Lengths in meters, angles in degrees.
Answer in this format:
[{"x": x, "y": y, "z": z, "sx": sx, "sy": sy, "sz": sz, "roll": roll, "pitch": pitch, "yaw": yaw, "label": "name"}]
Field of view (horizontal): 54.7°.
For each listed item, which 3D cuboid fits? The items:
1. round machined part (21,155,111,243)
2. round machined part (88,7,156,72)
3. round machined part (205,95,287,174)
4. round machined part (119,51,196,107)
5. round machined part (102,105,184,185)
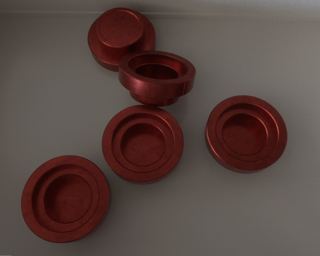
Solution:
[{"x": -0.107, "y": 0.085, "z": 0.369, "sx": 0.099, "sy": 0.042, "sz": 0.098, "roll": 0, "pitch": 70, "yaw": 0, "label": "round machined part"}, {"x": -0.056, "y": -0.134, "z": 0.449, "sx": 0.099, "sy": 0.042, "sz": 0.098, "roll": 0, "pitch": 70, "yaw": 0, "label": "round machined part"}, {"x": 0.106, "y": 0.011, "z": 0.397, "sx": 0.099, "sy": 0.042, "sz": 0.098, "roll": 0, "pitch": 70, "yaw": 0, "label": "round machined part"}, {"x": -0.005, "y": -0.063, "z": 0.408, "sx": 0.099, "sy": 0.042, "sz": 0.098, "roll": 5, "pitch": 36, "yaw": -4, "label": "round machined part"}, {"x": -0.021, "y": 0.023, "z": 0.392, "sx": 0.099, "sy": 0.042, "sz": 0.098, "roll": 0, "pitch": 70, "yaw": 0, "label": "round machined part"}]
